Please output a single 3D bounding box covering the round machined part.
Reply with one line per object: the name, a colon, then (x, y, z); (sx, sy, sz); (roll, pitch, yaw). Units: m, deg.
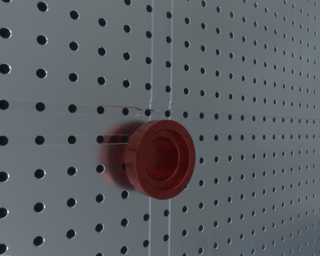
round machined part: (-0.004, 0.038, 0.394); (0.099, 0.042, 0.097); (0, 90, -40)
